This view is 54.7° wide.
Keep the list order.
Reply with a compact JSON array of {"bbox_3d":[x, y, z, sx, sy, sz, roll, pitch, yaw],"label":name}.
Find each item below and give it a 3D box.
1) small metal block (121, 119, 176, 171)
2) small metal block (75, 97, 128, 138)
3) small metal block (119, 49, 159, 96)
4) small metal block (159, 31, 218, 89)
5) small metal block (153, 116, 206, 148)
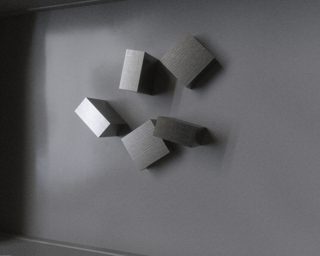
[{"bbox_3d":[-0.016,0.023,0.416,0.050,0.025,0.050,-34,79,17],"label":"small metal block"},{"bbox_3d":[-0.080,-0.014,0.425,0.050,0.050,0.025,46,104,14],"label":"small metal block"},{"bbox_3d":[-0.026,-0.071,0.406,0.025,0.050,0.050,13,94,19],"label":"small metal block"},{"bbox_3d":[0.037,-0.086,0.397,0.050,0.025,0.050,-45,76,14],"label":"small metal block"},{"bbox_3d":[0.026,0.004,0.388,0.050,0.050,0.025,17,96,19],"label":"small metal block"}]
